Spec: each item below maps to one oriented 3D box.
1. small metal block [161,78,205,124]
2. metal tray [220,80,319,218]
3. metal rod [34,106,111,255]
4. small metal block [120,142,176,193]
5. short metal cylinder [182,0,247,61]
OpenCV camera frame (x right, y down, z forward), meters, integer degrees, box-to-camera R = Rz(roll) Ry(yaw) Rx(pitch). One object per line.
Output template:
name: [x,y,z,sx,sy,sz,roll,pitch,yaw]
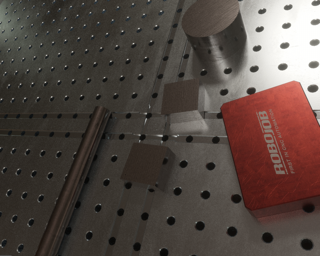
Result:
small metal block: [0.031,-0.035,0.412,0.050,0.025,0.050,-7,59,24]
metal tray: [0.123,0.020,0.328,0.090,0.030,0.130,-18,55,17]
metal rod: [-0.126,0.105,0.407,0.025,0.025,0.300,3,63,29]
small metal block: [-0.015,0.048,0.385,0.050,0.025,0.050,5,64,30]
short metal cylinder: [0.077,-0.142,0.438,0.080,0.050,0.080,-13,56,20]
